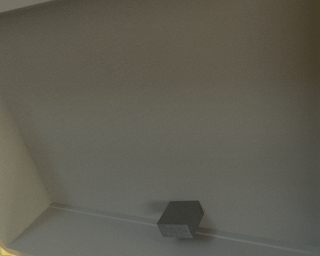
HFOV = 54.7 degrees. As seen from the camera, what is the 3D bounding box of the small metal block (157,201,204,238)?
[{"bbox_3d":[0.031,0.134,0.458,0.050,0.050,0.025,-10,113,32],"label":"small metal block"}]
